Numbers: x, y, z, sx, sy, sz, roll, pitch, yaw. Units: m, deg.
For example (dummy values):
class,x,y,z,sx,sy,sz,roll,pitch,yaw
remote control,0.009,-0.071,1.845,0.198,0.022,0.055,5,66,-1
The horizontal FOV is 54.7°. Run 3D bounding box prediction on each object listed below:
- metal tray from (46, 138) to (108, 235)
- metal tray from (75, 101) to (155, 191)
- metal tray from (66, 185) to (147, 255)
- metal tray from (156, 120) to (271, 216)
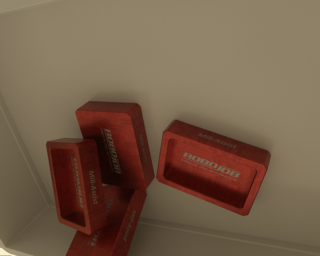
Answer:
class,x,y,z,sx,sy,sz,roll,pitch,yaw
metal tray,-0.123,0.081,0.455,0.090,0.030,0.129,0,99,44
metal tray,-0.063,0.027,0.454,0.090,0.030,0.129,4,121,25
metal tray,-0.080,0.149,0.471,0.090,0.130,0.030,-13,131,33
metal tray,0.064,0.052,0.402,0.130,0.030,0.089,19,126,16
